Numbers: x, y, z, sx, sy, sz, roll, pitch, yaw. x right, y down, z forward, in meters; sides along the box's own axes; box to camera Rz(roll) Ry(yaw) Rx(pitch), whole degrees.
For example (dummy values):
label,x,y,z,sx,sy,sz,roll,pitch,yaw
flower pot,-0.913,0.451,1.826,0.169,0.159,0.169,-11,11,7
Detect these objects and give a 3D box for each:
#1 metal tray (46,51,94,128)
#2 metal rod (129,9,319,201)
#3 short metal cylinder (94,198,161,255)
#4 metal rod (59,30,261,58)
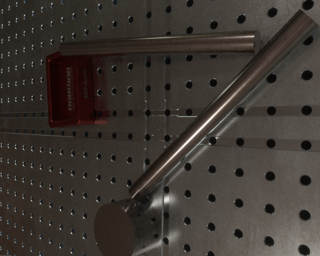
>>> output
label,x,y,z,sx,sy,sz,roll,pitch,yaw
metal tray,-0.156,-0.068,0.531,0.090,0.030,0.129,-6,86,39
metal rod,0.054,-0.006,0.363,0.299,0.025,0.025,-48,62,29
short metal cylinder,-0.046,0.140,0.429,0.080,0.050,0.079,0,90,39
metal rod,-0.023,-0.107,0.406,0.300,0.025,0.025,8,95,33
